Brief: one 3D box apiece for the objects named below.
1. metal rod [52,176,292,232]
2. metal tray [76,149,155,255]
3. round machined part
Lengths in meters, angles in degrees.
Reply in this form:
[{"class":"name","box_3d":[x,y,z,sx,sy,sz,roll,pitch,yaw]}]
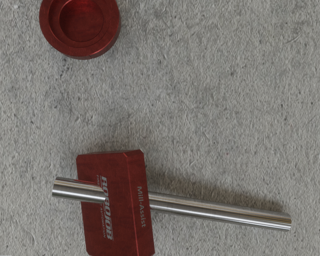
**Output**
[{"class":"metal rod","box_3d":[0.021,0.098,0.393,0.302,0.025,0.025,10,90,-7]},{"class":"metal tray","box_3d":[-0.057,0.094,0.383,0.090,0.030,0.129,-6,90,36]},{"class":"round machined part","box_3d":[-0.099,-0.136,0.401,0.099,0.042,0.097,0,90,0]}]
